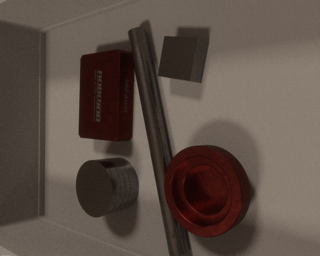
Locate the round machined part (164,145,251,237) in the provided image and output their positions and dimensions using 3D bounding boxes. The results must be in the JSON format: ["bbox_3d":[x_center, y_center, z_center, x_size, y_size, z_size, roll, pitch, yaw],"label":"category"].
[{"bbox_3d":[0.056,0.068,0.348,0.098,0.042,0.097,0,90,39],"label":"round machined part"}]

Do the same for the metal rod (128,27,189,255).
[{"bbox_3d":[-0.004,0.011,0.408,0.025,0.025,0.298,-18,79,38],"label":"metal rod"}]

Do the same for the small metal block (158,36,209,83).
[{"bbox_3d":[0.028,-0.085,0.382,0.050,0.025,0.050,16,100,38],"label":"small metal block"}]

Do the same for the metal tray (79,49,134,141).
[{"bbox_3d":[-0.083,-0.047,0.469,0.090,0.030,0.129,3,92,39],"label":"metal tray"}]

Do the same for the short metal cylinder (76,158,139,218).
[{"bbox_3d":[-0.077,0.085,0.452,0.080,0.050,0.079,0,90,39],"label":"short metal cylinder"}]
